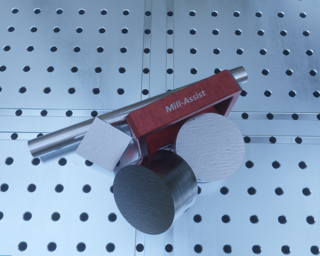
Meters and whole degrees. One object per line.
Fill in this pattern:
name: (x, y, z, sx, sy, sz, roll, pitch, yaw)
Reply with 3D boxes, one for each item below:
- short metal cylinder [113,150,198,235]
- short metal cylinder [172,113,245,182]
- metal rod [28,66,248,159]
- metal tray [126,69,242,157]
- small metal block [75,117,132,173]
short metal cylinder: (-0.005, 0.070, 0.346, 0.080, 0.080, 0.050, 45, 35, 14)
short metal cylinder: (0.056, 0.026, 0.380, 0.081, 0.050, 0.080, 1, 78, -4)
metal rod: (-0.023, -0.024, 0.416, 0.302, 0.025, 0.025, -20, 72, -8)
metal tray: (0.028, -0.014, 0.379, 0.131, 0.090, 0.030, -25, 72, -9)
small metal block: (-0.070, 0.020, 0.386, 0.050, 0.025, 0.050, 30, 88, -9)
